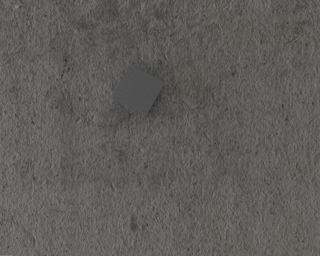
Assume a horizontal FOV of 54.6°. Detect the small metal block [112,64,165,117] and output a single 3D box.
[{"bbox_3d":[-0.028,-0.048,0.410,0.050,0.025,0.050,29,90,0],"label":"small metal block"}]
